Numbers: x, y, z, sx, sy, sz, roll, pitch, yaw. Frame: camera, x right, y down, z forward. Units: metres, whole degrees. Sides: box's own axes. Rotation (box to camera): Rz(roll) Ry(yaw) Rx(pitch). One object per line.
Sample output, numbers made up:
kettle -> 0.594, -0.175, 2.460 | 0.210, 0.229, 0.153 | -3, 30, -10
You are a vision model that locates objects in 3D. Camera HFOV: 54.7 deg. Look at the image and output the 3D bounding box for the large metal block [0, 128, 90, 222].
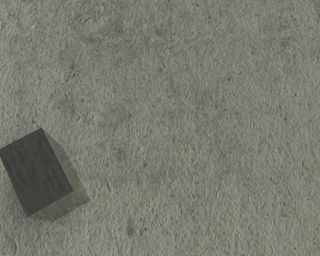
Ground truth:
large metal block -> -0.129, 0.057, 0.357 | 0.050, 0.080, 0.080 | -29, 73, -10
